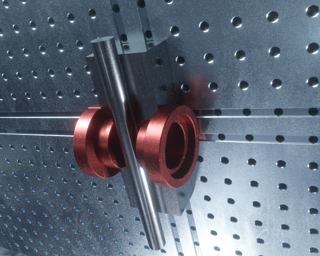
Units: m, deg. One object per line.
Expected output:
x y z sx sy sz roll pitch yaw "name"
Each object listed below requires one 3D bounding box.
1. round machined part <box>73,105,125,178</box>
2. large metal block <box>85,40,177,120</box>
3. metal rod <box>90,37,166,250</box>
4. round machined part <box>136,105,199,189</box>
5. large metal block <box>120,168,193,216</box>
-0.064 0.017 0.408 0.042 0.098 0.097 2 119 27 "round machined part"
-0.033 -0.057 0.376 0.080 0.050 0.079 2 120 27 "large metal block"
-0.032 0.039 0.387 0.025 0.025 0.298 2 120 27 "metal rod"
0.008 0.020 0.372 0.042 0.099 0.097 5 121 32 "round machined part"
-0.004 0.072 0.441 0.080 0.050 0.079 3 120 27 "large metal block"
